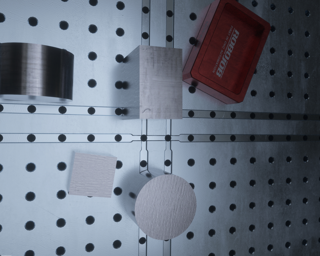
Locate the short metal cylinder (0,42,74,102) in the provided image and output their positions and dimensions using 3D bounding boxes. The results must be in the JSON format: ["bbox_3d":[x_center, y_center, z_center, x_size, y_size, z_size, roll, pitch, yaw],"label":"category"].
[{"bbox_3d":[-0.135,-0.056,0.334,0.081,0.080,0.050,2,90,-20],"label":"short metal cylinder"}]

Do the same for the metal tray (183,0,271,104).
[{"bbox_3d":[0.097,-0.110,0.445,0.090,0.030,0.130,25,82,-18],"label":"metal tray"}]

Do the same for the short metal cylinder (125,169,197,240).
[{"bbox_3d":[0.000,0.096,0.399,0.081,0.050,0.079,0,90,-20],"label":"short metal cylinder"}]

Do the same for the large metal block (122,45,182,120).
[{"bbox_3d":[-0.012,-0.050,0.379,0.050,0.080,0.079,0,90,-20],"label":"large metal block"}]

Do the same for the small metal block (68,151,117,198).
[{"bbox_3d":[-0.084,0.057,0.382,0.050,0.025,0.050,9,87,-20],"label":"small metal block"}]
